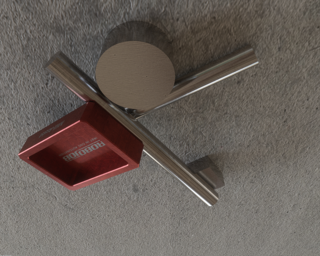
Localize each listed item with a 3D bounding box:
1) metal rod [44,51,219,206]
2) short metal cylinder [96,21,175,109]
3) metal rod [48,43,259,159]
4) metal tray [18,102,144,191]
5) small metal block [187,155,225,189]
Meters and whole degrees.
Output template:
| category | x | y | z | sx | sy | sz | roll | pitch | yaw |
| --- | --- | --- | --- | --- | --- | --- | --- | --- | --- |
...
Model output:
| category | x | y | z | sx | sy | sz | roll | pitch | yaw |
| --- | --- | --- | --- | --- | --- | --- | --- | --- | --- |
| metal rod | -0.016 | 0.019 | 0.392 | 0.025 | 0.025 | 0.300 | -32 | 124 | 24 |
| short metal cylinder | -0.025 | -0.067 | 0.334 | 0.081 | 0.050 | 0.079 | 0 | 130 | 0 |
| metal rod | -0.027 | -0.025 | 0.387 | 0.300 | 0.025 | 0.025 | -23 | 127 | 18 |
| metal tray | -0.097 | 0.029 | 0.378 | 0.130 | 0.030 | 0.090 | -24 | 127 | 33 |
| small metal block | 0.063 | 0.074 | 0.472 | 0.050 | 0.025 | 0.050 | -27 | 126 | 20 |
